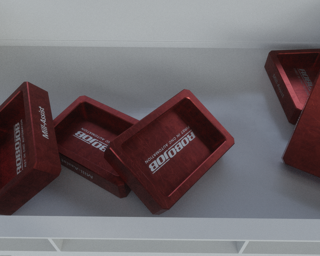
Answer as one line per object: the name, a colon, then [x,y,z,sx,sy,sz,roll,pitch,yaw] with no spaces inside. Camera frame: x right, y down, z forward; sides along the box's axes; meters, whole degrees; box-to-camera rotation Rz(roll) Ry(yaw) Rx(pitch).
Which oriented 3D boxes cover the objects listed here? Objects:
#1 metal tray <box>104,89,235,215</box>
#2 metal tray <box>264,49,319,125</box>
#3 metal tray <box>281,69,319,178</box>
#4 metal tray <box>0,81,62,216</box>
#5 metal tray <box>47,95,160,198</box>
metal tray: [0.014,0.022,0.354,0.131,0.030,0.090,-38,83,-33]
metal tray: [0.219,-0.065,0.457,0.091,0.030,0.130,-3,50,-3]
metal tray: [0.209,-0.002,0.356,0.090,0.030,0.129,23,92,18]
metal tray: [-0.162,0.020,0.352,0.090,0.030,0.130,-38,51,17]
metal tray: [-0.073,0.018,0.385,0.130,0.030,0.090,25,54,19]
